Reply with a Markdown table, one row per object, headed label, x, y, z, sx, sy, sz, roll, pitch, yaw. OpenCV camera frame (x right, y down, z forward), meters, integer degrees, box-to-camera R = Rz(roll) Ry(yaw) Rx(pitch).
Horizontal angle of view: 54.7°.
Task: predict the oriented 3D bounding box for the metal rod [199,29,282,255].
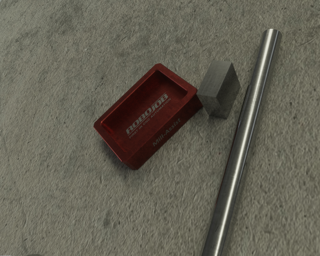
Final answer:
| label | x | y | z | sx | sy | sz | roll | pitch | yaw |
| --- | --- | --- | --- | --- | --- | --- | --- | --- | --- |
| metal rod | 0.095 | 0.011 | 0.346 | 0.025 | 0.025 | 0.300 | 8 | 65 | 31 |

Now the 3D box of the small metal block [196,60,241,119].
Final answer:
| label | x | y | z | sx | sy | sz | roll | pitch | yaw |
| --- | --- | --- | --- | --- | --- | --- | --- | --- | --- |
| small metal block | 0.073 | -0.046 | 0.377 | 0.025 | 0.050 | 0.050 | 14 | 69 | 33 |

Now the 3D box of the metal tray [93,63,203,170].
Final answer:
| label | x | y | z | sx | sy | sz | roll | pitch | yaw |
| --- | --- | --- | --- | --- | --- | --- | --- | --- | --- |
| metal tray | -0.017 | -0.019 | 0.419 | 0.130 | 0.030 | 0.090 | -44 | 51 | -3 |
